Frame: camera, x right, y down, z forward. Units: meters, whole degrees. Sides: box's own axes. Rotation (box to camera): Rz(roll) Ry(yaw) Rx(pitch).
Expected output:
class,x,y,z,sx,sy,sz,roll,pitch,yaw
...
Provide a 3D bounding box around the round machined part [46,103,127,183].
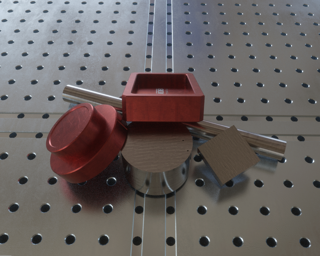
class,x,y,z,sx,sy,sz,roll,pitch,yaw
round machined part,-0.089,0.010,0.352,0.098,0.042,0.098,-24,40,22

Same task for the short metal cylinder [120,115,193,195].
class,x,y,z,sx,sy,sz,roll,pitch,yaw
short metal cylinder,-0.004,0.031,0.361,0.081,0.050,0.080,0,50,0

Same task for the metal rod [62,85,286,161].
class,x,y,z,sx,sy,sz,roll,pitch,yaw
metal rod,0.009,-0.011,0.412,0.301,0.025,0.025,15,52,12

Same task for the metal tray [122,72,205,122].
class,x,y,z,sx,sy,sz,roll,pitch,yaw
metal tray,0.003,-0.044,0.398,0.091,0.030,0.130,0,21,-1

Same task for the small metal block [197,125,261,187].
class,x,y,z,sx,sy,sz,roll,pitch,yaw
small metal block,0.079,0.033,0.361,0.050,0.025,0.050,-32,72,-5
